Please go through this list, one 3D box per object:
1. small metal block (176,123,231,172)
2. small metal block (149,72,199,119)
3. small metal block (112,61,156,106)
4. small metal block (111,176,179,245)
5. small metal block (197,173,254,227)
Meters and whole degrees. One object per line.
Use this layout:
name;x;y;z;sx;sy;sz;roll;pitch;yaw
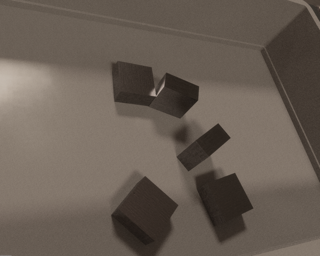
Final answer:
small metal block;0.057;0.026;0.406;0.050;0.050;0.025;-33;81;-38
small metal block;0.019;-0.043;0.428;0.050;0.050;0.025;20;54;-17
small metal block;-0.036;-0.060;0.424;0.050;0.025;0.050;6;59;-26
small metal block;-0.016;0.091;0.343;0.050;0.025;0.050;42;51;0
small metal block;0.083;0.091;0.397;0.050;0.025;0.050;-12;68;-33
